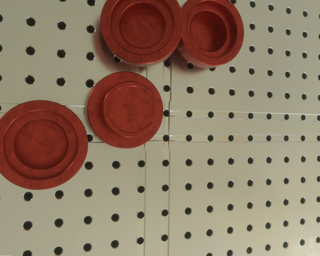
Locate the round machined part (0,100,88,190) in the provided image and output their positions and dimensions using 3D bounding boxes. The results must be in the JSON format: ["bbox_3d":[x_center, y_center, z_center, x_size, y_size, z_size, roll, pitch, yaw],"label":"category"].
[{"bbox_3d":[-0.135,0.018,0.354,0.099,0.042,0.097,0,90,-21],"label":"round machined part"}]

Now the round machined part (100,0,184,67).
[{"bbox_3d":[-0.022,-0.125,0.386,0.099,0.042,0.097,0,91,-2],"label":"round machined part"}]

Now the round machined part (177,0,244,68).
[{"bbox_3d":[0.062,-0.131,0.428,0.099,0.042,0.097,0,90,-21],"label":"round machined part"}]

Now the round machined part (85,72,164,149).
[{"bbox_3d":[-0.041,-0.023,0.389,0.099,0.042,0.097,0,90,-21],"label":"round machined part"}]
